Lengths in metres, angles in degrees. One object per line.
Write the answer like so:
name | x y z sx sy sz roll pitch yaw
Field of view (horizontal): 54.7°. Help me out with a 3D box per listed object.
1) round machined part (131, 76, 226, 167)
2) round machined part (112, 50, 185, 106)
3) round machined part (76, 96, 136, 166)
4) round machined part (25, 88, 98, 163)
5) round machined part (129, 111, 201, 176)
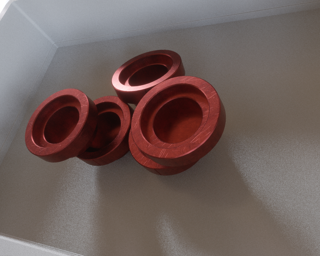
round machined part | 0.022 -0.004 0.331 0.098 0.042 0.098 -13 56 21
round machined part | -0.013 -0.063 0.426 0.098 0.042 0.098 -13 39 12
round machined part | -0.073 0.007 0.427 0.098 0.042 0.098 -13 56 21
round machined part | -0.122 0.000 0.403 0.098 0.042 0.098 -13 56 21
round machined part | 0.015 0.013 0.378 0.098 0.042 0.098 -13 56 21
